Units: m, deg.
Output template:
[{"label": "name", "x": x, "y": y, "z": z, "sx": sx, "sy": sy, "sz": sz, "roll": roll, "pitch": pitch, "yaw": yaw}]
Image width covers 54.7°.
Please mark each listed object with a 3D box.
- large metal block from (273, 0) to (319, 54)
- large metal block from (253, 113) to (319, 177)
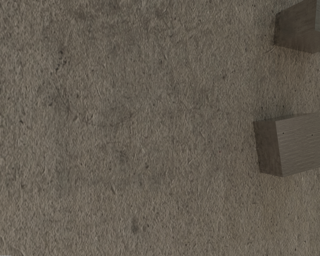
[{"label": "large metal block", "x": 0.232, "y": -0.152, "z": 0.465, "sx": 0.081, "sy": 0.080, "sz": 0.050, "roll": 6, "pitch": 88, "yaw": -20}, {"label": "large metal block", "x": 0.194, "y": 0.023, "z": 0.467, "sx": 0.081, "sy": 0.050, "sz": 0.080, "roll": -10, "pitch": 94, "yaw": -20}]
